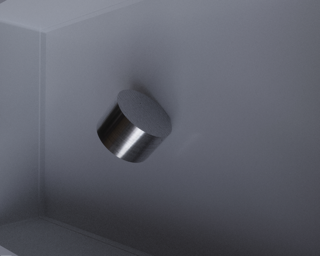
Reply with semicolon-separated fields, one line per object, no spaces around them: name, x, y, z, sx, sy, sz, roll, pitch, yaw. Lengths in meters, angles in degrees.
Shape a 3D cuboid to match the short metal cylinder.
short metal cylinder;-0.032;-0.003;0.392;0.050;0.081;0.080;-49;62;29
